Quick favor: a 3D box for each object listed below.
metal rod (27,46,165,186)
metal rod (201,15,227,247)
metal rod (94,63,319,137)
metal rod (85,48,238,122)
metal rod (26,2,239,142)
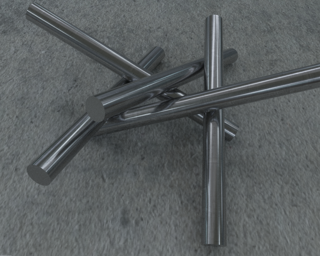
[{"bbox_3d":[-0.056,-0.040,0.392,0.025,0.025,0.301,17,39,13],"label":"metal rod"},{"bbox_3d":[0.065,-0.017,0.373,0.025,0.025,0.299,4,64,2],"label":"metal rod"},{"bbox_3d":[0.041,-0.028,0.357,0.301,0.025,0.025,-12,48,17],"label":"metal rod"},{"bbox_3d":[0.028,-0.068,0.394,0.025,0.025,0.302,31,36,23],"label":"metal rod"},{"bbox_3d":[-0.034,-0.070,0.397,0.301,0.025,0.025,31,54,-1],"label":"metal rod"}]
